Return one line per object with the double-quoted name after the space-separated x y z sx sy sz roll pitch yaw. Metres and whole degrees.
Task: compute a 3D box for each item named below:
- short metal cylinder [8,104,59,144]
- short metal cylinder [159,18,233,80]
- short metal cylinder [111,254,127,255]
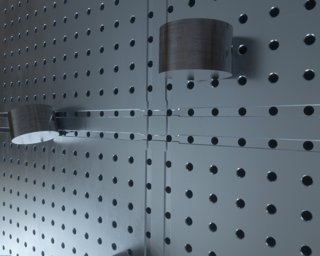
-0.229 -0.006 0.563 0.080 0.081 0.050 -23 75 37 "short metal cylinder"
0.039 -0.083 0.341 0.080 0.081 0.050 2 91 40 "short metal cylinder"
-0.072 0.233 0.453 0.080 0.050 0.079 0 90 40 "short metal cylinder"
